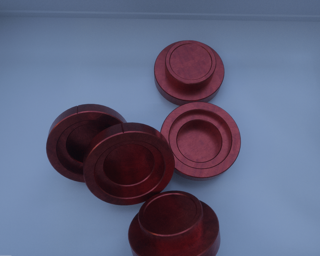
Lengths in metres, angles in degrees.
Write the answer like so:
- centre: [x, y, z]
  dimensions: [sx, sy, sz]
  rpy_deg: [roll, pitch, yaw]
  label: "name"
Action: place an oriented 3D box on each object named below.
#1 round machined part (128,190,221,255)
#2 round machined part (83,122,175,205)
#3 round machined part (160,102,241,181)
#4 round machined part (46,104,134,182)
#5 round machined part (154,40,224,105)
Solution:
- centre: [0.014, 0.105, 0.333]
  dimensions: [0.099, 0.042, 0.098]
  rpy_deg: [-8, 26, 4]
  label: "round machined part"
- centre: [-0.036, 0.036, 0.350]
  dimensions: [0.099, 0.097, 0.042]
  rpy_deg: [-15, 31, -6]
  label: "round machined part"
- centre: [0.049, 0.019, 0.394]
  dimensions: [0.099, 0.042, 0.098]
  rpy_deg: [0, 70, -1]
  label: "round machined part"
- centre: [-0.084, 0.015, 0.375]
  dimensions: [0.099, 0.097, 0.042]
  rpy_deg: [-15, 30, -6]
  label: "round machined part"
- centre: [0.041, -0.082, 0.431]
  dimensions: [0.099, 0.042, 0.098]
  rpy_deg: [0, 70, -1]
  label: "round machined part"
